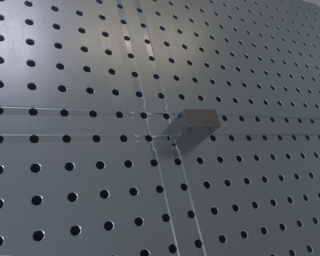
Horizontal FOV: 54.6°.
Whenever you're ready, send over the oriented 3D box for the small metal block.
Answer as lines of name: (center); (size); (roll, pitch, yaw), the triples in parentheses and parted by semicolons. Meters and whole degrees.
small metal block: (0.044, -0.001, 0.416); (0.050, 0.050, 0.025); (-1, 63, -29)
